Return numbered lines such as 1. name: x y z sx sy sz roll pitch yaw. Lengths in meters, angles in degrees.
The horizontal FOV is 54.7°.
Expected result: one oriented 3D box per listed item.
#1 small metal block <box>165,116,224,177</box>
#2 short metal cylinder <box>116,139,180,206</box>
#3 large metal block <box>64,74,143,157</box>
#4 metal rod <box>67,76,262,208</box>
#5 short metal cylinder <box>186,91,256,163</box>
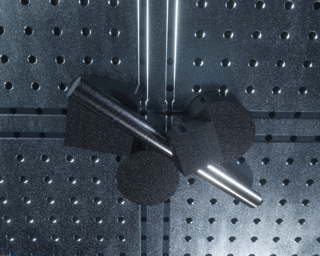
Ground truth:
1. small metal block: 0.039 0.020 0.357 0.050 0.025 0.050 -23 109 -11
2. short metal cylinder: -0.015 0.056 0.417 0.081 0.050 0.079 0 110 0
3. large metal block: -0.069 -0.017 0.387 0.081 0.050 0.079 10 110 -4
4. metal rod: 0.025 0.031 0.384 0.301 0.025 0.025 33 107 -27
5. short metal cylinder: 0.075 -0.002 0.396 0.081 0.050 0.079 0 110 0
